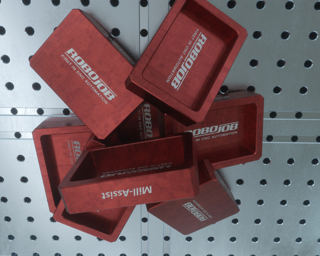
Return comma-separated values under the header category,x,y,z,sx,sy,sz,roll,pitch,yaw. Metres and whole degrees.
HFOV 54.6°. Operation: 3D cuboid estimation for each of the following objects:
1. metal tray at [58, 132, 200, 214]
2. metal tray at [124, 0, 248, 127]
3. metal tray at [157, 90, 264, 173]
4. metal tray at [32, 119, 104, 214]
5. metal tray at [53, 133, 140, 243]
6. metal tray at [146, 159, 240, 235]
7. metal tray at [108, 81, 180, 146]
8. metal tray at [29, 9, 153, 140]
category,x,y,z,sx,sy,sz,roll,pitch,yaw
metal tray,-0.027,0.043,0.325,0.130,0.090,0.030,-10,110,8
metal tray,0.032,-0.078,0.346,0.090,0.030,0.130,32,74,-11
metal tray,0.066,0.007,0.394,0.131,0.030,0.089,-10,111,-15
metal tray,-0.115,0.054,0.430,0.090,0.030,0.129,-4,109,1
metal tray,-0.073,0.080,0.407,0.090,0.030,0.129,25,108,-9
metal tray,0.046,0.097,0.411,0.090,0.030,0.130,-27,141,10
metal tray,-0.019,0.005,0.412,0.090,0.030,0.129,-5,108,0
metal tray,-0.079,-0.062,0.369,0.090,0.030,0.130,-43,89,14
